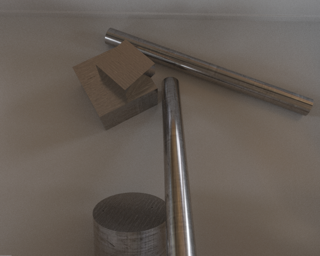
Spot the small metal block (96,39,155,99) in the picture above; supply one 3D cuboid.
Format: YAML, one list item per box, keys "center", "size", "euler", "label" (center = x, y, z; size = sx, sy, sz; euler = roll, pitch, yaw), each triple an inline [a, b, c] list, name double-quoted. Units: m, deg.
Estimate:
- center: [-0.042, -0.073, 0.383]
  size: [0.050, 0.025, 0.050]
  euler: [42, 75, 13]
  label: "small metal block"

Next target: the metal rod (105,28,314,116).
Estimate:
- center: [0.064, -0.082, 0.440]
  size: [0.301, 0.025, 0.025]
  euler: [21, 71, 7]
  label: "metal rod"

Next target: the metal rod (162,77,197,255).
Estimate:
- center: [0.017, 0.041, 0.325]
  size: [0.025, 0.025, 0.300]
  euler: [-1, 43, -1]
  label: "metal rod"

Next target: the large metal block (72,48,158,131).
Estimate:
- center: [-0.058, -0.056, 0.416]
  size: [0.080, 0.050, 0.080]
  euler: [-28, 73, -10]
  label: "large metal block"

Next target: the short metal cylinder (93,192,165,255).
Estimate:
- center: [-0.030, 0.110, 0.332]
  size: [0.081, 0.080, 0.050]
  euler: [1, 105, 0]
  label: "short metal cylinder"
